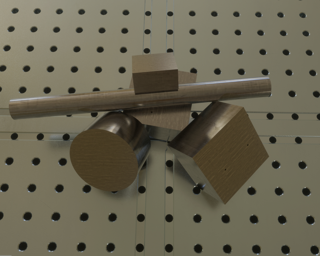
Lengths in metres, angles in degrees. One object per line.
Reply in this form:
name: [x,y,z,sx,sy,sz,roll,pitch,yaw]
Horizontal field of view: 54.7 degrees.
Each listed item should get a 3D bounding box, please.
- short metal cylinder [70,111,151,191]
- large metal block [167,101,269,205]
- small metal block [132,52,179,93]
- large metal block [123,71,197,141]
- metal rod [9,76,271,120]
short metal cylinder: [-0.056,0.026,0.362,0.080,0.079,0.050,18,28,6]
large metal block: [0.070,0.027,0.363,0.080,0.050,0.080,-43,120,-14]
small metal block: [-0.007,-0.066,0.366,0.050,0.025,0.050,-5,35,-2]
large metal block: [0.000,-0.031,0.406,0.080,0.050,0.080,10,70,3]
metal rod: [-0.021,-0.036,0.368,0.302,0.025,0.025,-5,70,-2]
